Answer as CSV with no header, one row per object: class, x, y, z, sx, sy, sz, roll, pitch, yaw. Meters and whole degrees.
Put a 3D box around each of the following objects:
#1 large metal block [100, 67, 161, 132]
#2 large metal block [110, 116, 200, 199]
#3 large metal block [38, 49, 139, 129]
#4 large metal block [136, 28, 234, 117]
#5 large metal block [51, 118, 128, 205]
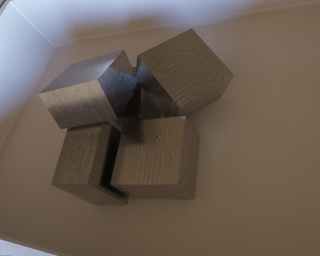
large metal block,-0.044,-0.037,0.432,0.080,0.050,0.080,-1,61,27
large metal block,-0.003,0.036,0.363,0.080,0.050,0.080,-5,59,25
large metal block,-0.081,-0.047,0.374,0.080,0.050,0.080,-9,33,23
large metal block,0.027,-0.062,0.378,0.080,0.050,0.080,-32,73,-19
large metal block,-0.076,0.044,0.380,0.050,0.080,0.080,-6,59,25
